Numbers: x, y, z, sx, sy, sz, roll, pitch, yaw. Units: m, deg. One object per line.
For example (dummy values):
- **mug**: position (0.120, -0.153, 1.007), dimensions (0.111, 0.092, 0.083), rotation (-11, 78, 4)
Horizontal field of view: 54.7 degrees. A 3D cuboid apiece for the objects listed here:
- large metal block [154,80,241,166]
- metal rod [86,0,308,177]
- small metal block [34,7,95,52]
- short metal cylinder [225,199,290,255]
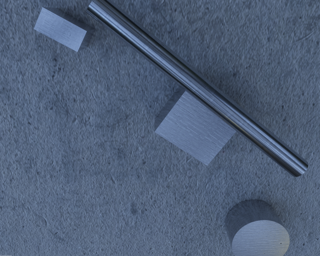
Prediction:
- **large metal block**: position (0.049, -0.013, 0.392), dimensions (0.080, 0.050, 0.080), rotation (33, 106, -12)
- **metal rod**: position (0.052, -0.038, 0.343), dimensions (0.301, 0.025, 0.025), rotation (37, 106, -13)
- **small metal block**: position (-0.106, -0.113, 0.353), dimensions (0.050, 0.050, 0.025), rotation (27, 108, -10)
- **short metal cylinder**: position (0.140, 0.153, 0.455), dimensions (0.081, 0.050, 0.079), rotation (0, 110, -1)
